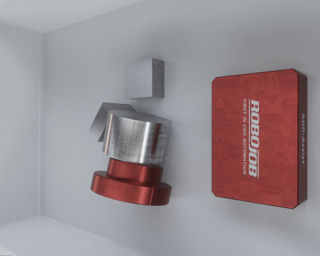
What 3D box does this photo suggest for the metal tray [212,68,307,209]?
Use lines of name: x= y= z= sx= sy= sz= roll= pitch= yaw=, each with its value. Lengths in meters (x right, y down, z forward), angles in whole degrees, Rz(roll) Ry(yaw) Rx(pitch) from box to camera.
metal tray: x=0.100 y=0.010 z=0.320 sx=0.090 sy=0.030 sz=0.129 roll=0 pitch=90 yaw=39

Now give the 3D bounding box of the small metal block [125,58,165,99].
small metal block: x=-0.021 y=-0.065 z=0.422 sx=0.050 sy=0.025 sz=0.050 roll=0 pitch=90 yaw=39

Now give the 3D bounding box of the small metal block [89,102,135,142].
small metal block: x=-0.066 y=-0.008 z=0.442 sx=0.025 sy=0.050 sz=0.050 roll=46 pitch=117 yaw=30

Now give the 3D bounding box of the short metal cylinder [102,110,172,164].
short metal cylinder: x=-0.029 y=0.009 z=0.393 sx=0.080 sy=0.081 sz=0.050 roll=17 pitch=101 yaw=38

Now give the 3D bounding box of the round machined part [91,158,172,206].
round machined part: x=-0.033 y=0.063 z=0.386 sx=0.098 sy=0.099 sz=0.042 roll=8 pitch=85 yaw=39
